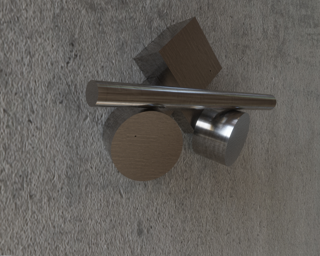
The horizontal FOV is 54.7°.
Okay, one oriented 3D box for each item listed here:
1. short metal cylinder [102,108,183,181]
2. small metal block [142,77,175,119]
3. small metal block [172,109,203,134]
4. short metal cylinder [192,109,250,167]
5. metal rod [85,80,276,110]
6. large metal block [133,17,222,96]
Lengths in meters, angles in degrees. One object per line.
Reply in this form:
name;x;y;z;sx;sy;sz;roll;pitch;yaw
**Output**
short metal cylinder;-0.021;0.013;0.353;0.081;0.050;0.079;-6;109;-19
small metal block;-0.012;-0.029;0.396;0.050;0.025;0.050;-51;120;-29
small metal block;0.044;-0.027;0.442;0.050;0.025;0.050;-51;120;-28
short metal cylinder;0.089;0.009;0.446;0.081;0.050;0.079;-36;137;-43
metal rod;0.053;-0.036;0.383;0.302;0.025;0.025;-2;92;-40
large metal block;0.026;-0.085;0.408;0.080;0.050;0.080;-50;120;-28
